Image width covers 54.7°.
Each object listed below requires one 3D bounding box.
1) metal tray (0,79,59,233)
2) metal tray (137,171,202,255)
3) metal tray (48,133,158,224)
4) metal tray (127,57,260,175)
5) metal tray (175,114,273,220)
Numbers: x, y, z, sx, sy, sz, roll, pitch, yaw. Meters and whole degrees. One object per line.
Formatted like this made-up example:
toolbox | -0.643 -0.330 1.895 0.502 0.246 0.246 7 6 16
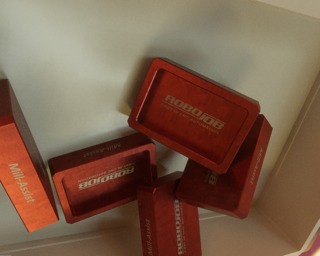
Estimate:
metal tray | -0.140 0.028 0.307 0.030 0.090 0.129 -20 126 -17
metal tray | 0.016 0.133 0.425 0.091 0.030 0.129 -11 97 -48
metal tray | -0.069 0.065 0.408 0.131 0.030 0.089 -17 125 -19
metal tray | 0.037 -0.016 0.362 0.089 0.130 0.030 -66 169 18
metal tray | 0.084 0.043 0.405 0.030 0.090 0.130 42 64 -42
